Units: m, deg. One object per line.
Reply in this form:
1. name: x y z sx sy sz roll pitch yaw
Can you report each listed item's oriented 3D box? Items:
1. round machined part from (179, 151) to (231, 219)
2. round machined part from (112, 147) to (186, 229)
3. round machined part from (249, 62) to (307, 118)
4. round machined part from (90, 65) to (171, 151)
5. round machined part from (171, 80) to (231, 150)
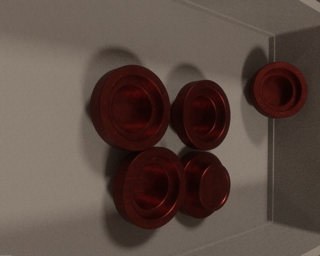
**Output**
1. round machined part: 0.066 0.084 0.454 0.099 0.042 0.097 0 90 -40
2. round machined part: -0.017 0.071 0.383 0.099 0.042 0.097 0 91 -40
3. round machined part: 0.205 -0.065 0.551 0.099 0.042 0.097 0 88 -7
4. round machined part: -0.038 -0.022 0.364 0.099 0.042 0.097 2 88 -40
5. round machined part: 0.054 -0.018 0.443 0.099 0.042 0.097 0 90 -40
